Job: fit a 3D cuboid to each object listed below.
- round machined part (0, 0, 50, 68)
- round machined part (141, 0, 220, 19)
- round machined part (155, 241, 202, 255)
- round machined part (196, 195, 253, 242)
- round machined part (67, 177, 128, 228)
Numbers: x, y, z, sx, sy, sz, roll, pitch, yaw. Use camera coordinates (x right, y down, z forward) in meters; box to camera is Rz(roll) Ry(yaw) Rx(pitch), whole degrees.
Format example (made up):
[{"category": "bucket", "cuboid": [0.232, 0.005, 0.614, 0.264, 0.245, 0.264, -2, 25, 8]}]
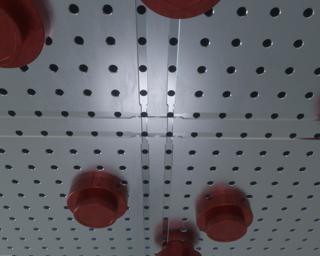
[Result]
[{"category": "round machined part", "cuboid": [-0.167, -0.103, 0.312, 0.099, 0.042, 0.097, 0, 130, 0]}, {"category": "round machined part", "cuboid": [0.020, -0.145, 0.277, 0.099, 0.042, 0.097, 0, 130, 0]}, {"category": "round machined part", "cuboid": [0.037, 0.264, 0.625, 0.099, 0.042, 0.097, 0, 130, 0]}, {"category": "round machined part", "cuboid": [0.113, 0.163, 0.539, 0.099, 0.042, 0.097, 0, 130, 0]}, {"category": "round machined part", "cuboid": [-0.103, 0.128, 0.508, 0.099, 0.042, 0.097, 0, 130, 0]}]
